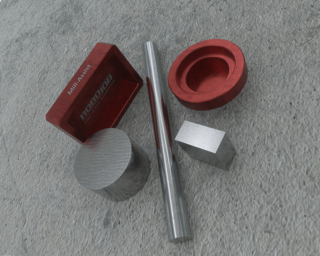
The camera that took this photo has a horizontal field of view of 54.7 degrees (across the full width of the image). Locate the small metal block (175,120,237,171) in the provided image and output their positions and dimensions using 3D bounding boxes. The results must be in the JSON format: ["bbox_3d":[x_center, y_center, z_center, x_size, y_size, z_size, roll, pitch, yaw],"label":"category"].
[{"bbox_3d":[0.052,0.020,0.345,0.050,0.050,0.025,18,71,34],"label":"small metal block"}]

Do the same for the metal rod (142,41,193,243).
[{"bbox_3d":[0.003,-0.005,0.407,0.025,0.025,0.299,-20,54,16],"label":"metal rod"}]

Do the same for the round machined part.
[{"bbox_3d":[0.063,-0.063,0.399,0.098,0.042,0.098,-13,56,20],"label":"round machined part"}]

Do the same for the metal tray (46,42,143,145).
[{"bbox_3d":[-0.085,-0.041,0.432,0.030,0.090,0.130,20,72,35],"label":"metal tray"}]

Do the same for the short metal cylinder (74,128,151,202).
[{"bbox_3d":[-0.059,0.047,0.390,0.080,0.050,0.080,-13,56,20],"label":"short metal cylinder"}]
